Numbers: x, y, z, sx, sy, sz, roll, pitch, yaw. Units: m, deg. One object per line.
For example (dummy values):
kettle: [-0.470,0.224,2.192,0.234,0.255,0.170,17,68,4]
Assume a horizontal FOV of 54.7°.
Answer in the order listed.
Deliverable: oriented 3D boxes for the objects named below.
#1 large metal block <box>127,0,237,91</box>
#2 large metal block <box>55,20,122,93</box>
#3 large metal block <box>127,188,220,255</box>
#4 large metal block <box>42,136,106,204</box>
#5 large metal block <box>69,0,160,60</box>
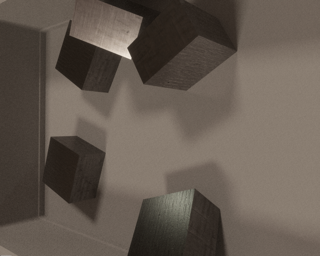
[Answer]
large metal block: [0.025,-0.088,0.349,0.080,0.081,0.050,-37,68,34]
large metal block: [-0.109,-0.109,0.478,0.080,0.050,0.079,37,113,33]
large metal block: [0.016,0.122,0.350,0.080,0.050,0.080,-22,38,37]
large metal block: [-0.141,0.064,0.504,0.080,0.050,0.079,24,105,37]
large metal block: [-0.053,-0.132,0.389,0.080,0.080,0.050,22,117,5]
